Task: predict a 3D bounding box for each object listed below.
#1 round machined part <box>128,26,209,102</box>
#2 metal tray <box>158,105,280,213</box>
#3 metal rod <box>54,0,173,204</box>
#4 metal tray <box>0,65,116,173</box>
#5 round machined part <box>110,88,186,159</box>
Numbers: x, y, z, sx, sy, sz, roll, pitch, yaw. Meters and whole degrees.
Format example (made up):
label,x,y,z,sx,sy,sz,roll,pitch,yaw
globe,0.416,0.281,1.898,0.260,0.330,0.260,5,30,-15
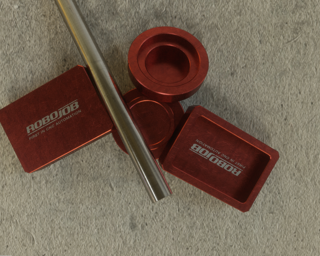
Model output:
label,x,y,z,sx,sy,sz,roll,pitch,yaw
round machined part,0.008,-0.076,0.392,0.099,0.042,0.098,3,68,-6
metal tray,0.075,0.039,0.398,0.131,0.030,0.090,29,90,-11
metal rod,-0.064,-0.051,0.377,0.025,0.025,0.299,-27,77,0
metal tray,-0.130,-0.010,0.397,0.130,0.030,0.090,-28,87,8
round machined part,-0.015,-0.007,0.403,0.099,0.042,0.097,0,90,0
